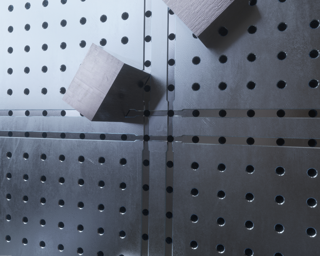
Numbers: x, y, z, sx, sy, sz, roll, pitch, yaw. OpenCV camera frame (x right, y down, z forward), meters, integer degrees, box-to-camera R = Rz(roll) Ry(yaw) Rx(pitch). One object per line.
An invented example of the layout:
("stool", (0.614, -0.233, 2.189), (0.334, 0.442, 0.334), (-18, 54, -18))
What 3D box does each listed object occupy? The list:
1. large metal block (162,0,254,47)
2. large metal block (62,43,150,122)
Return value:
("large metal block", (0.055, -0.162, 0.380), (0.080, 0.050, 0.080), (-43, 77, 15))
("large metal block", (-0.068, -0.055, 0.408), (0.050, 0.080, 0.080), (35, 101, 16))
